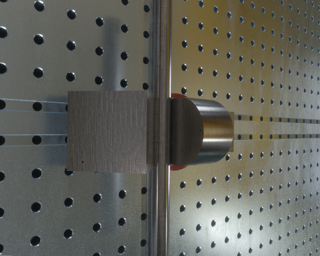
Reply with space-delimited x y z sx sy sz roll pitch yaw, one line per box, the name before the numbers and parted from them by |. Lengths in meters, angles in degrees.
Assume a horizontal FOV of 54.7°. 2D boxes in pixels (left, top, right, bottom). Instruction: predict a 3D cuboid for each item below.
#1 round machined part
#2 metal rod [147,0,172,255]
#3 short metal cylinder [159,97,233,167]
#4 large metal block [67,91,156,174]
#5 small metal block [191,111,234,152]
round machined part | 0.008 0.004 0.405 0.099 0.042 0.097 0 90 -40
metal rod | 0.000 -0.003 0.357 0.025 0.025 0.298 1 89 -40
short metal cylinder | 0.039 0.004 0.369 0.050 0.080 0.079 1 90 -40
large metal block | -0.049 0.004 0.327 0.050 0.080 0.079 4 87 -81
small metal block | 0.066 0.004 0.396 0.025 0.050 0.050 2 89 -40
